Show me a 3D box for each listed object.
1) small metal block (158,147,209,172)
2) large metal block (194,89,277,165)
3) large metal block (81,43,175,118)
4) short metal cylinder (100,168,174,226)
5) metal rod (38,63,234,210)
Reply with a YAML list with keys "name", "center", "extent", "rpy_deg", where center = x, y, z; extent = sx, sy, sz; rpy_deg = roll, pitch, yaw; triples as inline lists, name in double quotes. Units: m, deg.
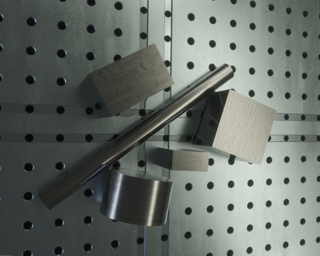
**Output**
- name: "small metal block"
  center: [0.030, 0.041, 0.412]
  extent: [0.050, 0.050, 0.025]
  rpy_deg: [5, 88, -20]
- name: "large metal block"
  center: [0.106, 0.000, 0.437]
  extent: [0.080, 0.050, 0.080]
  rpy_deg: [21, 83, -19]
- name: "large metal block"
  center: [-0.042, -0.053, 0.369]
  extent: [0.080, 0.080, 0.050]
  rpy_deg: [-30, 100, -18]
- name: "short metal cylinder"
  center: [-0.028, 0.081, 0.373]
  extent: [0.081, 0.080, 0.050]
  rpy_deg: [12, 86, -20]
- name: "metal rod"
  center: [-0.019, 0.002, 0.406]
  extent: [0.301, 0.025, 0.025]
  rpy_deg: [-36, 102, -17]
